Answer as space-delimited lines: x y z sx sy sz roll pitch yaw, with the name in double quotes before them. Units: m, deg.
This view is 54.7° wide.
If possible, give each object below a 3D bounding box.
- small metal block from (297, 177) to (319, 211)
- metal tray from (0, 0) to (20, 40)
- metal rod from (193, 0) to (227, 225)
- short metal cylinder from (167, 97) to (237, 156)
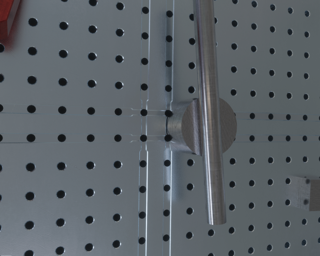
"small metal block" 0.255 0.108 0.507 0.050 0.025 0.050 4 89 -20
"metal tray" -0.215 -0.152 0.314 0.131 0.030 0.090 13 65 -20
"metal rod" 0.061 -0.032 0.382 0.025 0.025 0.298 -4 91 -20
"short metal cylinder" 0.056 -0.002 0.420 0.081 0.050 0.079 0 90 -20
